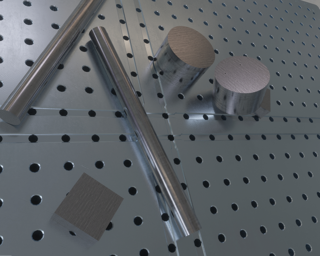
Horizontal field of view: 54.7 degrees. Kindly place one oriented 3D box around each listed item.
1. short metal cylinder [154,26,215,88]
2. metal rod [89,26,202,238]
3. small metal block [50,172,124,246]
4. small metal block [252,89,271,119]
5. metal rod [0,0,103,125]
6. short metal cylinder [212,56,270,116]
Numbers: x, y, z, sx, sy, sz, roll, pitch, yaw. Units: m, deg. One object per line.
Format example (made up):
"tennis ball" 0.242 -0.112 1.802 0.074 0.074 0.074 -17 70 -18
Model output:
"short metal cylinder" 0.037 -0.110 0.479 0.081 0.050 0.080 14 56 -21
"metal rod" -0.026 -0.008 0.398 0.025 0.025 0.299 -14 69 -34
"small metal block" -0.074 0.083 0.318 0.050 0.025 0.050 35 51 -5
"small metal block" 0.158 -0.050 0.524 0.050 0.025 0.050 24 53 -14
"metal rod" -0.124 -0.126 0.417 0.025 0.025 0.300 27 52 -12
"short metal cylinder" 0.123 -0.066 0.478 0.080 0.050 0.080 -2 53 2
